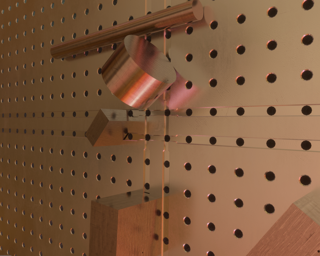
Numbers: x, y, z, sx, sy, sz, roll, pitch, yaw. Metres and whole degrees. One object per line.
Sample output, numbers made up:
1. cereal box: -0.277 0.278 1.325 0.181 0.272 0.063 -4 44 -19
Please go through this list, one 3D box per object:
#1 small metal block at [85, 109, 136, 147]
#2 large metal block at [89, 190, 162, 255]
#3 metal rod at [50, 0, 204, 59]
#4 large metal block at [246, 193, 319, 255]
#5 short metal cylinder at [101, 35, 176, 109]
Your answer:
1. small metal block: -0.072 0.000 0.450 0.025 0.050 0.050 51 120 27
2. large metal block: -0.044 0.133 0.408 0.050 0.081 0.079 5 93 39
3. metal rod: -0.071 -0.139 0.465 0.300 0.025 0.025 -1 89 39
4. large metal block: 0.137 0.120 0.280 0.080 0.050 0.080 44 116 31
5. short metal cylinder: -0.026 -0.071 0.393 0.050 0.081 0.080 -43 64 31
